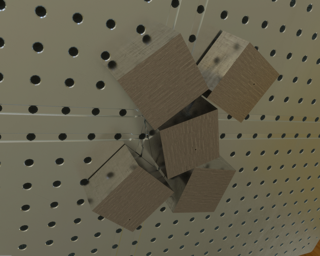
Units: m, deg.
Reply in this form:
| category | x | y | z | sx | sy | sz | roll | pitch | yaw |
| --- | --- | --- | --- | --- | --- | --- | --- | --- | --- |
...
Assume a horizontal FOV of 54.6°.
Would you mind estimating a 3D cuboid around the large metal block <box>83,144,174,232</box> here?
| category | x | y | z | sx | sy | sz | roll | pitch | yaw |
| --- | --- | --- | --- | --- | --- | --- | --- | --- | --- |
| large metal block | -0.042 | 0.083 | 0.420 | 0.080 | 0.050 | 0.080 | -44 | 129 | 2 |

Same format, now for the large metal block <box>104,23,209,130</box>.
| category | x | y | z | sx | sy | sz | roll | pitch | yaw |
| --- | --- | --- | --- | --- | --- | --- | --- | --- | --- |
| large metal block | -0.003 | -0.059 | 0.356 | 0.080 | 0.050 | 0.080 | -38 | 129 | -2 |

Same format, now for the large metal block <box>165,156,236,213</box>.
| category | x | y | z | sx | sy | sz | roll | pitch | yaw |
| --- | --- | --- | --- | --- | --- | --- | --- | --- | --- |
| large metal block | 0.056 | 0.081 | 0.475 | 0.081 | 0.050 | 0.080 | 9 | 114 | -33 |

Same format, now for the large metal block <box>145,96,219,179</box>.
| category | x | y | z | sx | sy | sz | roll | pitch | yaw |
| --- | --- | --- | --- | --- | --- | --- | --- | --- | --- |
| large metal block | 0.031 | 0.010 | 0.416 | 0.081 | 0.050 | 0.080 | -21 | 127 | -16 |

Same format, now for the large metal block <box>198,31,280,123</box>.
| category | x | y | z | sx | sy | sz | roll | pitch | yaw |
| --- | --- | --- | --- | --- | --- | --- | --- | --- | --- |
| large metal block | 0.095 | -0.065 | 0.404 | 0.080 | 0.050 | 0.080 | 28 | 103 | -40 |
